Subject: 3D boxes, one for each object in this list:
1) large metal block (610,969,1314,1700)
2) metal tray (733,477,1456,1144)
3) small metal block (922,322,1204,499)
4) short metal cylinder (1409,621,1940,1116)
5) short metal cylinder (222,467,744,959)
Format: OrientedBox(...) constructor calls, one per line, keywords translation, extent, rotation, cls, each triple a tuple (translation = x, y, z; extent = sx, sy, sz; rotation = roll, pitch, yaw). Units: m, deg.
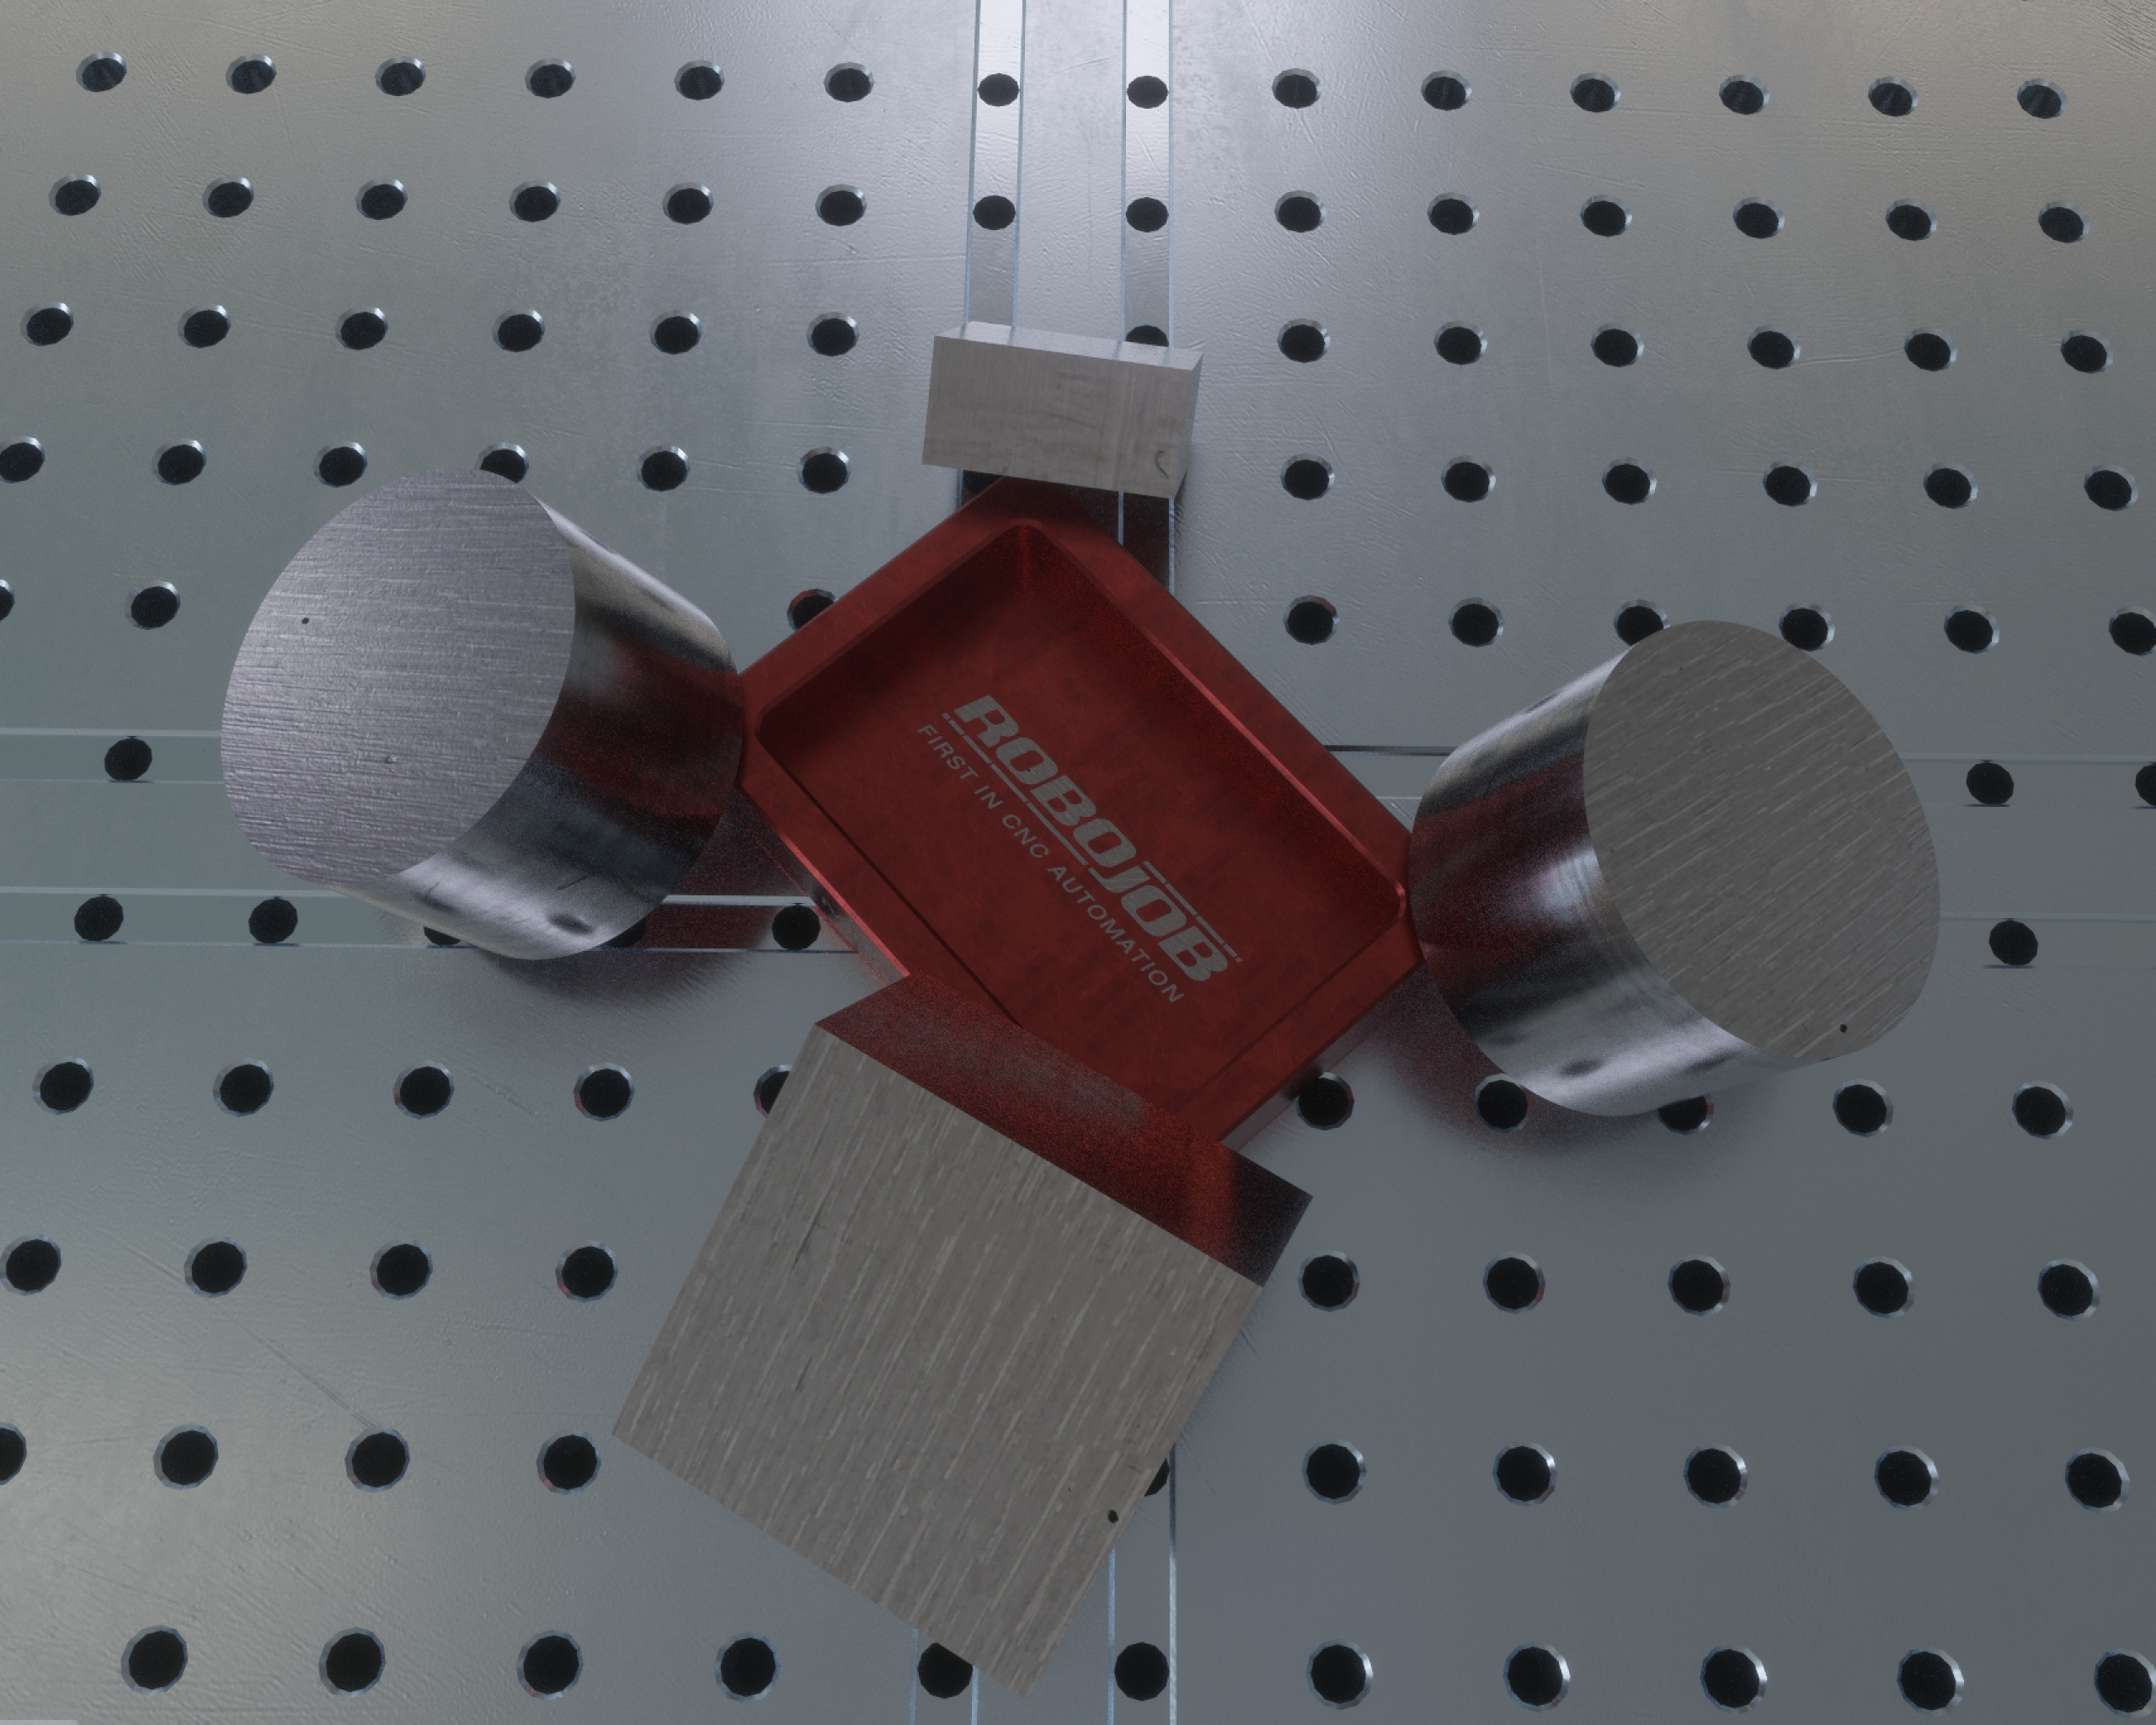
OrientedBox(translation=(-0.018, 0.076, 0.352), extent=(0.080, 0.050, 0.080), rotation=(29, 103, 10), cls="large metal block")
OrientedBox(translation=(0.000, -0.005, 0.410), extent=(0.090, 0.030, 0.130), rotation=(-40, 75, -13), cls="metal tray")
OrientedBox(translation=(-0.002, -0.094, 0.430), extent=(0.050, 0.050, 0.025), rotation=(8, 108, 3), cls="small metal block")
OrientedBox(translation=(0.108, 0.002, 0.382), extent=(0.081, 0.050, 0.080), rotation=(10, 68, -25), cls="short metal cylinder")
OrientedBox(translation=(-0.111, -0.027, 0.391), extent=(0.080, 0.050, 0.080), rotation=(-9, 69, 24), cls="short metal cylinder")
